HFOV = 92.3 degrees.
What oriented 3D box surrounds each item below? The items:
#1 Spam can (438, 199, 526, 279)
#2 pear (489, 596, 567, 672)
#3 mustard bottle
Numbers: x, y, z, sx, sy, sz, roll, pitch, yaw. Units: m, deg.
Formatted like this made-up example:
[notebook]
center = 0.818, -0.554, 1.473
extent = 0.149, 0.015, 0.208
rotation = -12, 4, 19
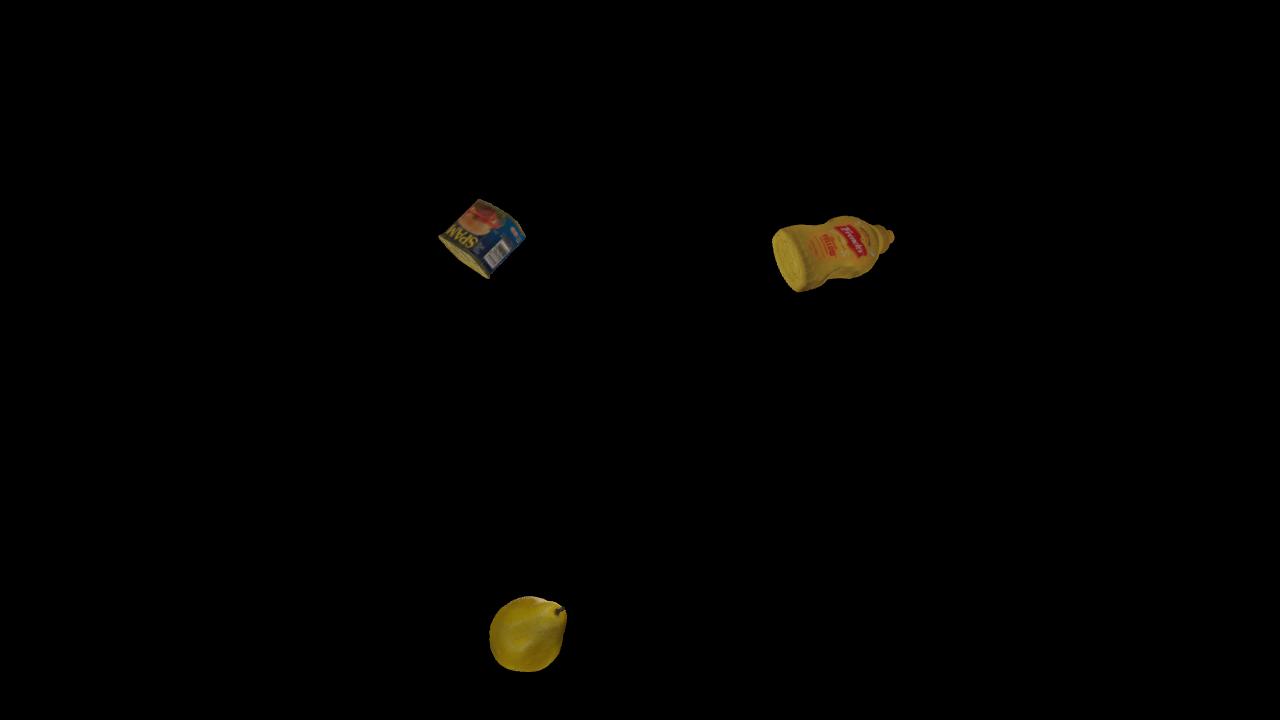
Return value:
[Spam can]
center = -0.228, -0.178, 0.895
extent = 0.101, 0.085, 0.058
rotation = 33, -15, 34
[pear]
center = -0.104, 0.277, 0.645
extent = 0.111, 0.080, 0.080
rotation = -39, -18, 24
[mustard bottle]
center = 0.279, -0.155, 0.853
extent = 0.184, 0.092, 0.054
rotation = -15, -20, -20
